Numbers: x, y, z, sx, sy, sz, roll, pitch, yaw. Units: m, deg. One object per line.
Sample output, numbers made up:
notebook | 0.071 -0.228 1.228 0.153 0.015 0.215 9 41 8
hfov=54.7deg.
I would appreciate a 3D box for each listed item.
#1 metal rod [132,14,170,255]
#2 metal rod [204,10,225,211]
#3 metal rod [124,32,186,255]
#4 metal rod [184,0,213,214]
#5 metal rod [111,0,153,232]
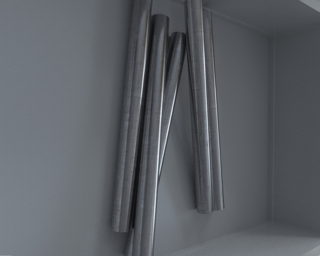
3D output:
metal rod | -0.010 0.003 0.382 0.025 0.025 0.298 12 77 -40
metal rod | 0.076 -0.024 0.472 0.025 0.025 0.298 -8 95 -40
metal rod | -0.002 0.016 0.406 0.025 0.025 0.299 20 78 -39
metal rod | 0.056 -0.021 0.435 0.025 0.025 0.298 -15 106 -39
metal rod | -0.033 -0.027 0.380 0.025 0.025 0.298 8 85 -40
